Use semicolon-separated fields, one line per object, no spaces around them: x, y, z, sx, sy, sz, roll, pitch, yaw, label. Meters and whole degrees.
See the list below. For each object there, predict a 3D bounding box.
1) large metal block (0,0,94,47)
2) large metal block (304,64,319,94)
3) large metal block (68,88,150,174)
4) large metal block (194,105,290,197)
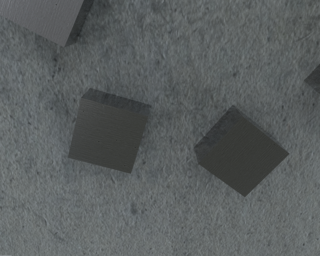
-0.121;-0.147;0.341;0.080;0.050;0.080;26;108;-10;large metal block
0.244;-0.060;0.378;0.080;0.050;0.080;36;106;-13;large metal block
-0.064;0.003;0.397;0.080;0.050;0.079;16;109;-6;large metal block
0.104;0.030;0.409;0.080;0.050;0.080;36;106;-13;large metal block
